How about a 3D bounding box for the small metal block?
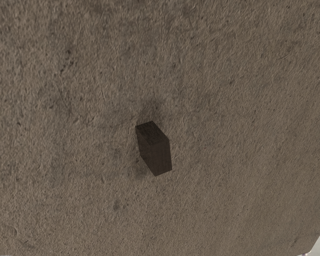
[{"bbox_3d":[-0.008,0.026,0.404,0.025,0.050,0.050,-19,126,-17],"label":"small metal block"}]
